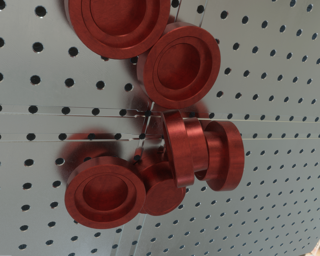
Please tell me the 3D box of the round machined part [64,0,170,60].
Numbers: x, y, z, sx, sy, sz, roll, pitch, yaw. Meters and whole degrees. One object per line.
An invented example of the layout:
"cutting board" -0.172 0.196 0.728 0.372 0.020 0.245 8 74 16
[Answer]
"round machined part" -0.043 -0.120 0.302 0.099 0.042 0.097 -14 124 -21

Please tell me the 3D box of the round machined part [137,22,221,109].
"round machined part" 0.018 -0.074 0.363 0.099 0.042 0.097 -14 124 -21

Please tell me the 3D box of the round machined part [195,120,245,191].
"round machined part" 0.074 0.038 0.429 0.042 0.098 0.097 0 119 -14

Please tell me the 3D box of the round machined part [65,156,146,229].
"round machined part" -0.070 0.078 0.400 0.099 0.042 0.097 -5 115 -10

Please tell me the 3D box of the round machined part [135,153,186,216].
"round machined part" -0.001 0.089 0.454 0.099 0.042 0.097 -14 124 -21

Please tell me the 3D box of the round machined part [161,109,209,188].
"round machined part" 0.032 0.023 0.390 0.042 0.098 0.097 -11 125 -3
